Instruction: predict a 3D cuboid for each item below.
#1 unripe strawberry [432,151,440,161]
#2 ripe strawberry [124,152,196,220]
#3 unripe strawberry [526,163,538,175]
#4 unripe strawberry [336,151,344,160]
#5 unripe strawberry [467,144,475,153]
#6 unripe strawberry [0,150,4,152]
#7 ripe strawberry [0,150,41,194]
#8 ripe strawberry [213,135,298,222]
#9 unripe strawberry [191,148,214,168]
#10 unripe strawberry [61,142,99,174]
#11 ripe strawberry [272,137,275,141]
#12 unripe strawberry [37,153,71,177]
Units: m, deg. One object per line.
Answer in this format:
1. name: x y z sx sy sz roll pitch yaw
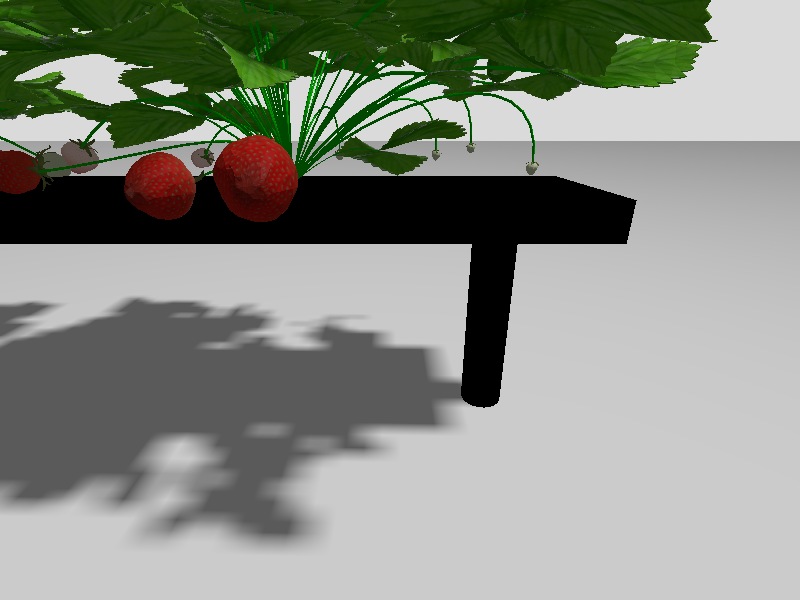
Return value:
1. unripe strawberry: 0.043 -0.173 0.480 0.010 0.011 0.011 18 29 36
2. ripe strawberry: -0.121 -0.055 0.198 0.031 0.033 0.034 5 24 11
3. unripe strawberry: 0.122 -0.121 0.370 0.010 0.011 0.011 -4 23 -9
4. unripe strawberry: -0.075 -0.180 0.498 0.011 0.011 0.010 2 23 5
5. unripe strawberry: 0.085 -0.181 0.479 0.010 0.010 0.011 -20 30 -39
6. unripe strawberry: -0.338 -0.114 0.341 0.026 0.026 0.029 0 23 -3
7. ripe strawberry: -0.266 -0.087 0.273 0.032 0.028 0.032 -9 25 -18
8. ripe strawberry: -0.070 -0.057 0.192 0.039 0.041 0.042 -3 24 -7
9. unripe strawberry: -0.229 -0.164 0.463 0.024 0.021 0.024 -21 27 -40
10. unripe strawberry: -0.335 -0.147 0.418 0.033 0.032 0.030 -42 2 31
11. ripe strawberry: -0.165 -0.187 0.504 0.037 0.032 0.037 -9 12 -20
12. unripe strawberry: -0.312 -0.121 0.362 0.022 0.022 0.024 29 16 -19
